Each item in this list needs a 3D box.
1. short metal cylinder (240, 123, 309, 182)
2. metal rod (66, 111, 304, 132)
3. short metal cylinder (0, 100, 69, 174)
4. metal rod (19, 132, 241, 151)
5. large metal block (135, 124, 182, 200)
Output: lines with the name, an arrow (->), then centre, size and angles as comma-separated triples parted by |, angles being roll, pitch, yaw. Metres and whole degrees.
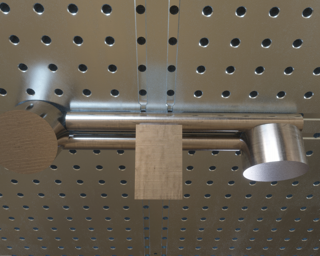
short metal cylinder -> 0.148, 0.034, 0.408 | 0.081, 0.050, 0.080 | 0, 152, 0
metal rod -> 0.032, -0.008, 0.404 | 0.302, 0.025, 0.025 | 1, 130, -1
short metal cylinder -> -0.160, 0.010, 0.383 | 0.081, 0.050, 0.079 | 0, 107, -1
metal rod -> -0.043, 0.018, 0.426 | 0.302, 0.025, 0.025 | 0, 130, -1
large metal block -> -0.002, 0.041, 0.371 | 0.050, 0.080, 0.080 | 1, 172, -1
